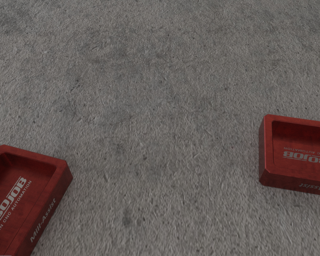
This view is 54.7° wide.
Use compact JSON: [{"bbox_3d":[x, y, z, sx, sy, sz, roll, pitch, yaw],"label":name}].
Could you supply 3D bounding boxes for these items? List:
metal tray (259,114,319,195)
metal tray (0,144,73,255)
[{"bbox_3d":[0.189,0.034,0.372,0.131,0.030,0.090,9,50,7],"label":"metal tray"},{"bbox_3d":[-0.164,0.084,0.327,0.090,0.030,0.130,13,51,10],"label":"metal tray"}]
